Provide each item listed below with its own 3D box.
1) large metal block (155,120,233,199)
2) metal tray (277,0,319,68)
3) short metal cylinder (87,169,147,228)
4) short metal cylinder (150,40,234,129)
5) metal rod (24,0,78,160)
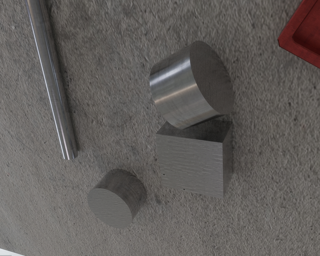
[{"bbox_3d":[0.046,0.034,0.388,0.080,0.050,0.079,7,122,24],"label":"large metal block"},{"bbox_3d":[0.181,-0.081,0.258,0.130,0.030,0.089,32,129,7],"label":"metal tray"},{"bbox_3d":[-0.068,0.113,0.496,0.080,0.050,0.079,13,124,21],"label":"short metal cylinder"},{"bbox_3d":[0.035,-0.044,0.326,0.050,0.080,0.080,-22,107,36],"label":"short metal cylinder"},{"bbox_3d":[-0.154,-0.083,0.436,0.025,0.025,0.298,11,123,22],"label":"metal rod"}]
